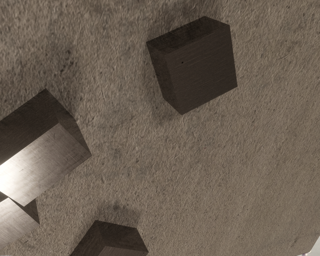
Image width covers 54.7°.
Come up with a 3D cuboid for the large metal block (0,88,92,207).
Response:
[{"bbox_3d":[-0.126,0.016,0.313,0.080,0.080,0.050,-37,130,-4],"label":"large metal block"}]

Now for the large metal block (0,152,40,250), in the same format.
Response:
[{"bbox_3d":[-0.181,0.083,0.324,0.080,0.080,0.050,-32,129,-8],"label":"large metal block"}]

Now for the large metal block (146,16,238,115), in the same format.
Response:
[{"bbox_3d":[0.040,-0.075,0.368,0.080,0.050,0.080,-28,128,-11],"label":"large metal block"}]

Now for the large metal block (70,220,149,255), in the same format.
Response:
[{"bbox_3d":[-0.079,0.194,0.469,0.080,0.050,0.080,27,104,-38],"label":"large metal block"}]
